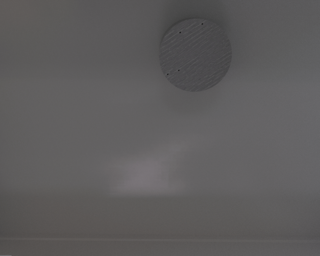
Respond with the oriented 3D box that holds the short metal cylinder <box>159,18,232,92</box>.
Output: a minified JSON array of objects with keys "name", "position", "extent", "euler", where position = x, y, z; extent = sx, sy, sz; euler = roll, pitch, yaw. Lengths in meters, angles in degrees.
[{"name":"short metal cylinder","position":[0.039,-0.088,0.366],"extent":[0.080,0.050,0.079],"euler":[0,110,0]}]
